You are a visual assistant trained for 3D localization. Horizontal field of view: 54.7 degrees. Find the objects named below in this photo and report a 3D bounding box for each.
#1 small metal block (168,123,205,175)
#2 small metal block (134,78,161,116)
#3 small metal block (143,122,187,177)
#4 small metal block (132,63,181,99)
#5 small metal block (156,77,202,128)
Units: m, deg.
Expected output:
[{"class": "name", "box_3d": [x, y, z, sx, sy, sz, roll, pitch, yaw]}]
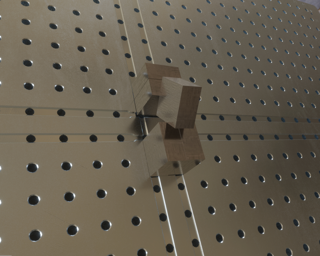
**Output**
[{"class": "small metal block", "box_3d": [0.027, 0.026, 0.391, 0.025, 0.050, 0.050, 1, 61, -28]}, {"class": "small metal block", "box_3d": [0.000, -0.039, 0.417, 0.050, 0.050, 0.025, 2, 61, -28]}, {"class": "small metal block", "box_3d": [0.004, 0.027, 0.379, 0.025, 0.050, 0.050, 1, 61, -28]}, {"class": "small metal block", "box_3d": [-0.005, -0.062, 0.428, 0.050, 0.050, 0.025, 2, 61, -28]}, {"class": "small metal block", "box_3d": [0.021, -0.031, 0.371, 0.025, 0.050, 0.050, 0, 19, -28]}]
